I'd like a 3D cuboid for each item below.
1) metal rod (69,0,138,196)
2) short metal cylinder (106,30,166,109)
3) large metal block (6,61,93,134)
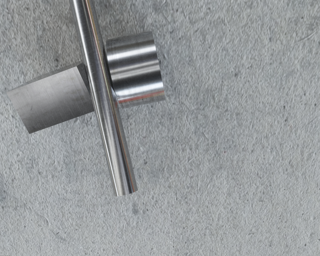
[{"bbox_3d":[-0.070,-0.078,0.325,0.025,0.025,0.298,-13,89,5],"label":"metal rod"},{"bbox_3d":[-0.026,-0.066,0.355,0.050,0.080,0.079,-12,110,1],"label":"short metal cylinder"},{"bbox_3d":[-0.114,-0.042,0.364,0.080,0.080,0.050,-19,109,7],"label":"large metal block"}]
